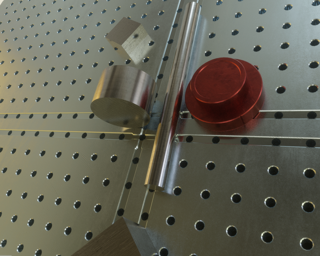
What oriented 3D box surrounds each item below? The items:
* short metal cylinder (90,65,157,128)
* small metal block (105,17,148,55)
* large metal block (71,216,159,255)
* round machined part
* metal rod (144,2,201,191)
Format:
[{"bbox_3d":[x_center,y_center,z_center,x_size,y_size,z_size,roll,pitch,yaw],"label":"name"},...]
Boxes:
[{"bbox_3d":[-0.048,-0.040,0.421,0.080,0.080,0.050,-2,61,27],"label":"short metal cylinder"},{"bbox_3d":[-0.058,-0.159,0.535,0.050,0.025,0.050,35,81,38],"label":"small metal block"},{"bbox_3d":[-0.042,0.154,0.319,0.080,0.050,0.080,-38,51,2],"label":"large metal block"},{"bbox_3d":[0.077,-0.049,0.386,0.098,0.042,0.098,-13,56,20],"label":"round machined part"},{"bbox_3d":[0.023,-0.061,0.431,0.025,0.025,0.300,-1,61,27],"label":"metal rod"}]
